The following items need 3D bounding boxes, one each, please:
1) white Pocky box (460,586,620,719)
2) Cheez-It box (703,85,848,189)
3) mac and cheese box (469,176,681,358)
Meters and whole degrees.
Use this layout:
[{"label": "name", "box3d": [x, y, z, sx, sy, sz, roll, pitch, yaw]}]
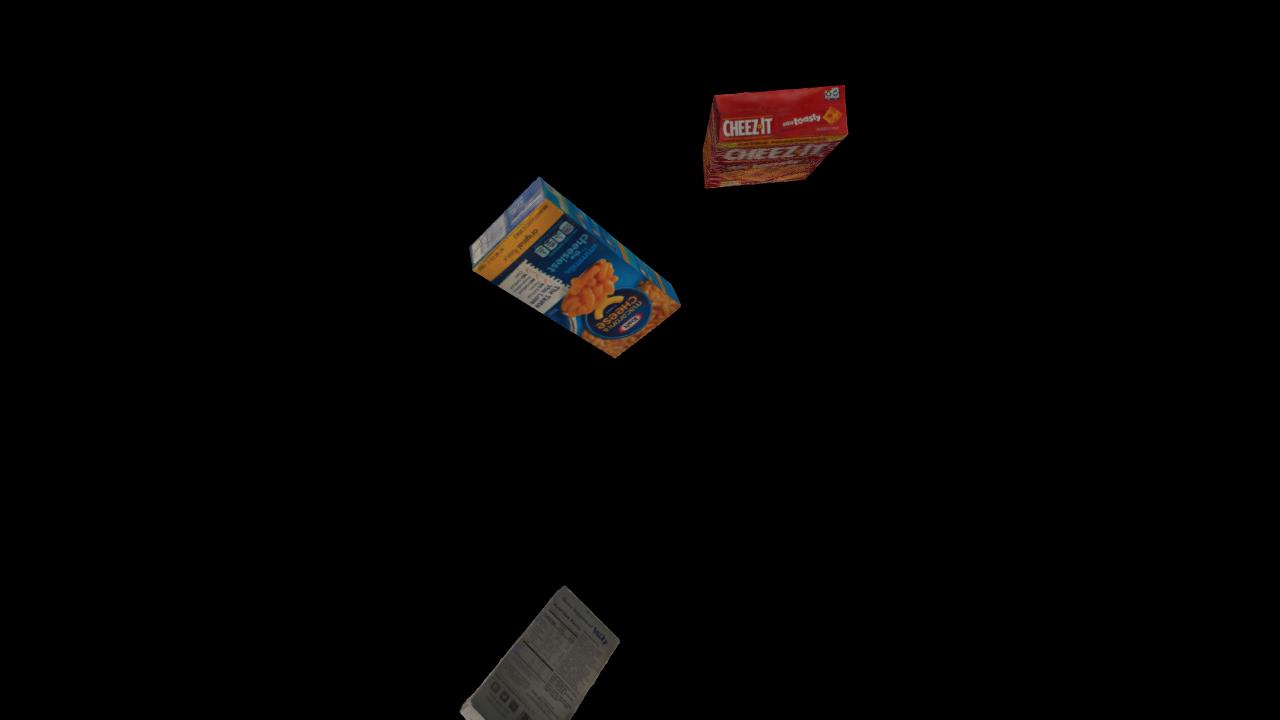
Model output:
[{"label": "white Pocky box", "box3d": [-0.087, 0.293, 0.578, 0.028, 0.084, 0.154, -50, -6, 32]}, {"label": "Cheez-It box", "box3d": [0.179, -0.307, 0.867, 0.166, 0.071, 0.223, -5, 1, 1]}, {"label": "mac and cheese box", "box3d": [-0.053, -0.075, 0.562, 0.093, 0.041, 0.184, -39, -45, 20]}]
